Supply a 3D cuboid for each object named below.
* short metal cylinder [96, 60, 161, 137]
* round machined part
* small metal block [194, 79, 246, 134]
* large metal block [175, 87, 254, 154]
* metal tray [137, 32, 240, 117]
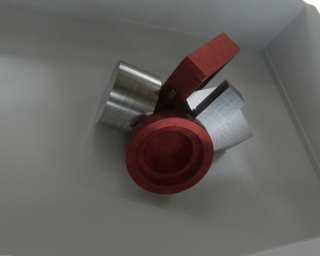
[{"bbox_3d":[-0.039,-0.034,0.369,0.050,0.080,0.080,21,54,-17],"label":"short metal cylinder"},{"bbox_3d":[0.009,0.025,0.360,0.099,0.097,0.042,19,19,-18],"label":"round machined part"},{"bbox_3d":[0.067,-0.026,0.354,0.025,0.050,0.050,44,19,-7],"label":"small metal block"},{"bbox_3d":[0.066,-0.006,0.419,0.081,0.050,0.080,-15,74,-34],"label":"large metal block"},{"bbox_3d":[0.032,-0.053,0.387,0.030,0.129,0.091,47,51,3],"label":"metal tray"}]
